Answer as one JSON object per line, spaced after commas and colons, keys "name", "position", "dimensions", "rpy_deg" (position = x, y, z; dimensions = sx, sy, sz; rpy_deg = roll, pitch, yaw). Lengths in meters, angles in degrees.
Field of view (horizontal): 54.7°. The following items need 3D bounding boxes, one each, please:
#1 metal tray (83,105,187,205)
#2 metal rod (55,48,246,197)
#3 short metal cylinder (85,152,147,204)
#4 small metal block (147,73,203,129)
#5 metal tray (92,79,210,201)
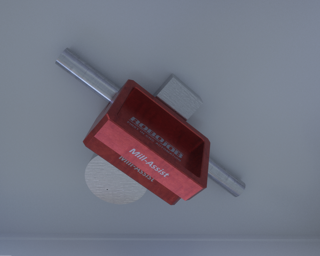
{"name": "metal tray", "position": [-0.025, 0.029, 0.386], "dimensions": [0.130, 0.090, 0.030], "rpy_deg": [37, 106, -13]}
{"name": "metal rod", "position": [-0.003, 0.000, 0.411], "dimensions": [0.301, 0.025, 0.025], "rpy_deg": [37, 106, -13]}
{"name": "short metal cylinder", "position": [-0.052, 0.053, 0.409], "dimensions": [0.080, 0.050, 0.079], "rpy_deg": [2, 117, 4]}
{"name": "small metal block", "position": [0.019, -0.033, 0.398], "dimensions": [0.050, 0.025, 0.050], "rpy_deg": [39, 105, -14]}
{"name": "metal tray", "position": [-0.002, 0.011, 0.352], "dimensions": [0.130, 0.090, 0.030], "rpy_deg": [37, 123, -13]}
